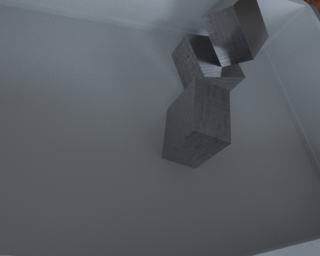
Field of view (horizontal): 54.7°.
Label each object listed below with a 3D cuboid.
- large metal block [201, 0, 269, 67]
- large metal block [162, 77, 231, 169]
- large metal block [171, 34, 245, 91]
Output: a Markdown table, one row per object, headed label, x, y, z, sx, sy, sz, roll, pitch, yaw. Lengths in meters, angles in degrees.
| label | x | y | z | sx | sy | sz | roll | pitch | yaw |
| --- | --- | --- | --- | --- | --- | --- | --- | --- | --- |
| large metal block | 0.114 | -0.149 | 0.459 | 0.080 | 0.050 | 0.080 | -51 | 122 | -39 |
| large metal block | 0.046 | -0.004 | 0.400 | 0.050 | 0.080 | 0.080 | 19 | 54 | -18 |
| large metal block | 0.075 | -0.099 | 0.493 | 0.081 | 0.050 | 0.080 | -5 | 64 | -31 |
